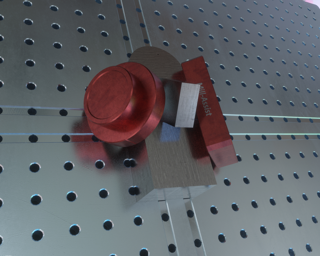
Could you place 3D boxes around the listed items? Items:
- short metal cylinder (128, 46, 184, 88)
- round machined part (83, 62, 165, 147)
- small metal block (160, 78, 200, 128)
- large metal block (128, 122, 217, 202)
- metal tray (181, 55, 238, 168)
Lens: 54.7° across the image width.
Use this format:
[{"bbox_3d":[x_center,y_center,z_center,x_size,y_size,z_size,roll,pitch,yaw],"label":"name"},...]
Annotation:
[{"bbox_3d":[-0.012,-0.064,0.423,0.081,0.050,0.080,14,56,-21],"label":"short metal cylinder"},{"bbox_3d":[-0.047,-0.031,0.350,0.042,0.098,0.098,29,43,-55],"label":"round machined part"},{"bbox_3d":[0.019,-0.031,0.366,0.025,0.050,0.050,2,103,-31],"label":"small metal block"},{"bbox_3d":[0.012,0.040,0.373,0.081,0.050,0.080,2,61,-27],"label":"large metal block"},{"bbox_3d":[0.067,-0.020,0.416,0.030,0.090,0.130,-19,64,11],"label":"metal tray"}]
